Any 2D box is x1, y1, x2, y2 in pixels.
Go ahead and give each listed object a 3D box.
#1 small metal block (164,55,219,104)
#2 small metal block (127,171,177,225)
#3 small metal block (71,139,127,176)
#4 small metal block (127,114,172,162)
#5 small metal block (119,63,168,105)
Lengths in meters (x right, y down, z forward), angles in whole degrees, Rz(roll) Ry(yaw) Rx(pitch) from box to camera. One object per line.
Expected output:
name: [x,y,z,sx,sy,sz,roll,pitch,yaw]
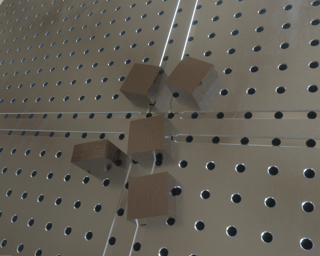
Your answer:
small metal block: [0.043,-0.067,0.426,0.050,0.025,0.050,29,77,37]
small metal block: [-0.009,0.083,0.361,0.050,0.025,0.050,-14,56,20]
small metal block: [-0.079,0.040,0.407,0.050,0.050,0.025,-10,58,22]
small metal block: [-0.013,0.014,0.405,0.050,0.025,0.050,-11,57,22]
small metal block: [-0.024,-0.066,0.460,0.050,0.025,0.050,15,69,33]
